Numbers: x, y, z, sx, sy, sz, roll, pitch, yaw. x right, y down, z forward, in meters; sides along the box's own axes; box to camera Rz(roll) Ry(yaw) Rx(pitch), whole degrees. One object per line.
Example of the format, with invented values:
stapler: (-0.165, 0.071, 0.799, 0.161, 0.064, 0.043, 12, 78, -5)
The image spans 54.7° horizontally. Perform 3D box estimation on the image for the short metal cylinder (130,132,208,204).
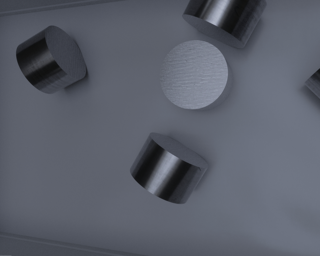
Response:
short metal cylinder: (0.011, 0.047, 0.377, 0.080, 0.080, 0.050, 32, 101, 17)

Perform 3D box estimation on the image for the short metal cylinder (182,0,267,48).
short metal cylinder: (0.073, -0.133, 0.355, 0.080, 0.080, 0.050, 31, 100, 17)

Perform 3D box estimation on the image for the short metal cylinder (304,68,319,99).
short metal cylinder: (0.197, -0.056, 0.312, 0.080, 0.080, 0.050, -44, 77, 14)

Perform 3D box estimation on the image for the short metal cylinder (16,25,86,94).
short metal cylinder: (-0.149, -0.094, 0.432, 0.050, 0.080, 0.080, -24, 83, 18)

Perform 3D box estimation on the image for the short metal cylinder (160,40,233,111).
short metal cylinder: (0.046, -0.062, 0.380, 0.080, 0.050, 0.079, 0, 90, 19)
